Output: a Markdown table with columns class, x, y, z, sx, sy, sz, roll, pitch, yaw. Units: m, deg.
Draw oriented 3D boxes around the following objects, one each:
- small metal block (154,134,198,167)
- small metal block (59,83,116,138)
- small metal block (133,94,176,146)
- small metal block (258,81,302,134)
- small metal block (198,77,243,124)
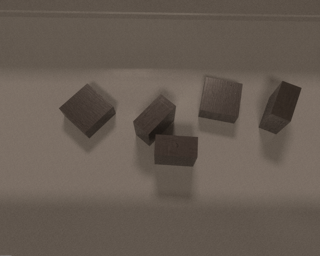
| class | x | y | z | sx | sy | sz | roll | pitch | yaw |
| --- | --- | --- | --- | --- | --- | --- | --- | --- | --- |
| small metal block | 0.019 | 0.029 | 0.386 | 0.050 | 0.050 | 0.025 | 4 | 70 | 1 |
| small metal block | -0.097 | -0.023 | 0.417 | 0.050 | 0.025 | 0.050 | 41 | 75 | 13 |
| small metal block | -0.006 | -0.009 | 0.400 | 0.025 | 0.050 | 0.050 | 40 | 75 | 13 |
| small metal block | 0.157 | -0.026 | 0.408 | 0.025 | 0.050 | 0.050 | 23 | 72 | 8 |
| small metal block | 0.083 | -0.038 | 0.425 | 0.050 | 0.025 | 0.050 | 11 | 70 | 3 |
